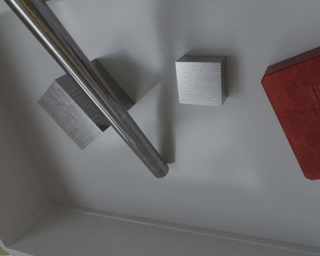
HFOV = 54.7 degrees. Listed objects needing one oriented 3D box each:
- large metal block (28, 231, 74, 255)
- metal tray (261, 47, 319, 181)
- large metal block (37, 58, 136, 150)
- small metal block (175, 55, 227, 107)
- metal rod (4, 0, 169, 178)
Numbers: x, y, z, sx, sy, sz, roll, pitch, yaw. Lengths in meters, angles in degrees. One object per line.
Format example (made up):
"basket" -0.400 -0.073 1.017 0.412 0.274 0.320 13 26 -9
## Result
"large metal block" -0.245 0.294 0.703 0.080 0.050 0.079 21 126 15
"metal tray" 0.170 -0.014 0.307 0.090 0.030 0.130 -20 108 35
"large metal block" -0.092 -0.032 0.400 0.080 0.080 0.050 49 128 -7
"small metal block" 0.048 -0.054 0.349 0.050 0.025 0.050 6 121 24
"metal rod" -0.056 -0.025 0.339 0.025 0.025 0.300 0 145 28
